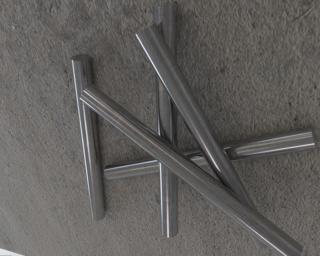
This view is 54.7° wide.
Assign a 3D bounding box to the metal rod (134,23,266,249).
[{"bbox_3d":[0.059,0.023,0.355,0.025,0.025,0.299,-19,111,35],"label":"metal rod"}]

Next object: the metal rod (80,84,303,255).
[{"bbox_3d":[0.030,0.048,0.358,0.300,0.025,0.025,38,129,6],"label":"metal rod"}]

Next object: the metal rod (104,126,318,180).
[{"bbox_3d":[0.042,0.040,0.409,0.300,0.025,0.025,-14,111,33],"label":"metal rod"}]

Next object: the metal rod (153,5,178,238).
[{"bbox_3d":[0.009,0.009,0.382,0.025,0.025,0.298,9,115,24],"label":"metal rod"}]

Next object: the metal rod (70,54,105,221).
[{"bbox_3d":[-0.108,0.034,0.484,0.025,0.025,0.298,15,125,20],"label":"metal rod"}]
